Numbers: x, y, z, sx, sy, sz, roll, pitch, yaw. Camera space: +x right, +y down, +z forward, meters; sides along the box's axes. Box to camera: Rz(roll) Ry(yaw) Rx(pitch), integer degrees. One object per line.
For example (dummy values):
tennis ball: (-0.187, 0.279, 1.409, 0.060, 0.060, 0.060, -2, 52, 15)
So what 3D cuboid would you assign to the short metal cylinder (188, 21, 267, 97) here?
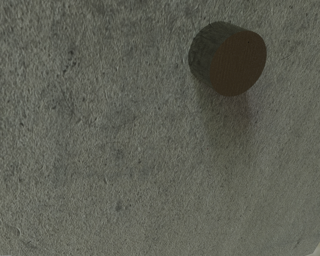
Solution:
short metal cylinder: (0.082, -0.085, 0.382, 0.081, 0.050, 0.080, -14, 124, -21)
